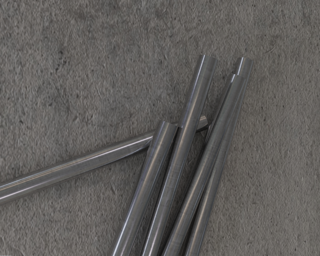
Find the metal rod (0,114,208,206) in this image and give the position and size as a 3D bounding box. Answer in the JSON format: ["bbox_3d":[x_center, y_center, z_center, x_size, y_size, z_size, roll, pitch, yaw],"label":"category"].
[{"bbox_3d":[-0.075,0.038,0.381,0.302,0.025,0.025,-19,97,-19],"label":"metal rod"}]

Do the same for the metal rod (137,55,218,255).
[{"bbox_3d":[0.017,0.055,0.394,0.025,0.025,0.298,17,92,-19],"label":"metal rod"}]

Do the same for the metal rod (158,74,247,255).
[{"bbox_3d":[0.051,0.069,0.417,0.025,0.025,0.299,23,86,-19],"label":"metal rod"}]

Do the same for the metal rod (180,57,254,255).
[{"bbox_3d":[0.082,0.044,0.438,0.025,0.025,0.299,19,84,-19],"label":"metal rod"}]

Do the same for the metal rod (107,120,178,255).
[{"bbox_3d":[-0.042,0.134,0.378,0.025,0.025,0.299,21,88,-19],"label":"metal rod"}]
